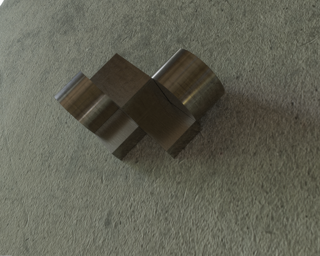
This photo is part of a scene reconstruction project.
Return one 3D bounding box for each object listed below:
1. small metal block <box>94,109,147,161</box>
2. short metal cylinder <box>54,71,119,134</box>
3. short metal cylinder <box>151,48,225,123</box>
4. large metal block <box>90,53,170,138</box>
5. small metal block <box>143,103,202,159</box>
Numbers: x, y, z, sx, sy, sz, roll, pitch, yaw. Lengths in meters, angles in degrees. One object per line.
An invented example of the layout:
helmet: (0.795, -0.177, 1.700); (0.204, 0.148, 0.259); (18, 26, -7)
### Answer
small metal block: (-0.055, 0.009, 0.430); (0.050, 0.025, 0.050); (-46, 51, -4)
short metal cylinder: (-0.103, -0.036, 0.446); (0.050, 0.080, 0.080); (-46, 51, -4)
short metal cylinder: (0.033, -0.051, 0.385); (0.050, 0.080, 0.080); (-46, 51, -4)
large metal block: (-0.035, -0.043, 0.415); (0.050, 0.080, 0.080); (-46, 52, -4)
small metal block: (0.016, 0.003, 0.396); (0.050, 0.025, 0.050); (-46, 51, -4)
